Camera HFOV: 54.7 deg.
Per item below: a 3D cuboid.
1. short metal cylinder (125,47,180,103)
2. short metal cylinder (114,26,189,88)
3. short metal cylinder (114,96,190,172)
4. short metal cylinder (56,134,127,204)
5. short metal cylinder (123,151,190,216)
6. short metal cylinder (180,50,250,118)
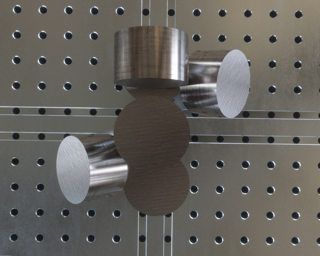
[{"bbox_3d":[-0.007,-0.069,0.400,0.081,0.050,0.079,0,91,0],"label":"short metal cylinder"},{"bbox_3d":[-0.009,-0.073,0.334,0.081,0.080,0.050,0,90,0],"label":"short metal cylinder"},{"bbox_3d":[-0.008,0.006,0.350,0.081,0.050,0.079,0,90,0],"label":"short metal cylinder"},{"bbox_3d":[-0.085,0.048,0.380,0.050,0.080,0.080,-2,90,-44],"label":"short metal cylinder"},{"bbox_3d":[-0.004,0.067,0.400,0.081,0.050,0.079,0,91,-1],"label":"short metal cylinder"},{"bbox_3d":[0.069,-0.055,0.379,0.050,0.080,0.080,11,90,40],"label":"short metal cylinder"}]
